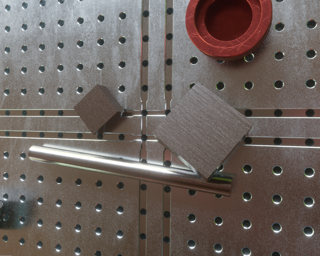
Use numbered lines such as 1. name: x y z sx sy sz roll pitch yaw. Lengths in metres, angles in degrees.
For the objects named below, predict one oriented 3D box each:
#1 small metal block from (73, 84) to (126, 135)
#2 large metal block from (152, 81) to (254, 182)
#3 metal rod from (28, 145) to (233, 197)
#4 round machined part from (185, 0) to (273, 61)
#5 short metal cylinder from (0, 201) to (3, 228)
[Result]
1. small metal block: -0.086 -0.026 0.442 0.050 0.025 0.050 -41 77 15
2. large metal block: 0.050 0.006 0.369 0.080 0.050 0.080 40 83 15
3. metal rod: -0.053 0.055 0.430 0.301 0.025 0.025 7 92 19
4. round machined part: 0.084 -0.130 0.374 0.098 0.042 0.097 0 90 19
5. short metal cylinder: -0.294 0.144 0.485 0.080 0.080 0.050 10 94 19
